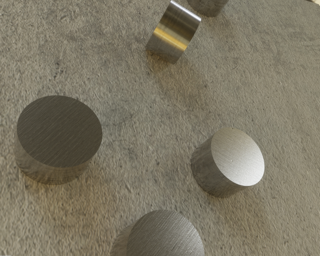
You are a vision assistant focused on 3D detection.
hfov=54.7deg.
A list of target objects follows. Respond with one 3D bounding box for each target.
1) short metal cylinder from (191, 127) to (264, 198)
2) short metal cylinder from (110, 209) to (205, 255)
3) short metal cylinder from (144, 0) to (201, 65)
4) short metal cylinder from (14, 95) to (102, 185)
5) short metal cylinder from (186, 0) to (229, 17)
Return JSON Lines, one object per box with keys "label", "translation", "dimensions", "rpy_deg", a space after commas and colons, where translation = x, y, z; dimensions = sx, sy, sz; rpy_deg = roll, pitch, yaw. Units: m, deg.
{"label": "short metal cylinder", "translation": [0.088, 0.046, 0.407], "dimensions": [0.081, 0.050, 0.080], "rpy_deg": [14, 56, -21]}
{"label": "short metal cylinder", "translation": [-0.003, 0.127, 0.308], "dimensions": [0.081, 0.050, 0.080], "rpy_deg": [14, 56, -21]}
{"label": "short metal cylinder", "translation": [0.018, -0.143, 0.465], "dimensions": [0.050, 0.080, 0.080], "rpy_deg": [29, 52, -10]}
{"label": "short metal cylinder", "translation": [-0.106, 0.013, 0.322], "dimensions": [0.081, 0.050, 0.080], "rpy_deg": [14, 56, -21]}
{"label": "short metal cylinder", "translation": [0.095, -0.263, 0.599], "dimensions": [0.081, 0.050, 0.080], "rpy_deg": [14, 56, -21]}
